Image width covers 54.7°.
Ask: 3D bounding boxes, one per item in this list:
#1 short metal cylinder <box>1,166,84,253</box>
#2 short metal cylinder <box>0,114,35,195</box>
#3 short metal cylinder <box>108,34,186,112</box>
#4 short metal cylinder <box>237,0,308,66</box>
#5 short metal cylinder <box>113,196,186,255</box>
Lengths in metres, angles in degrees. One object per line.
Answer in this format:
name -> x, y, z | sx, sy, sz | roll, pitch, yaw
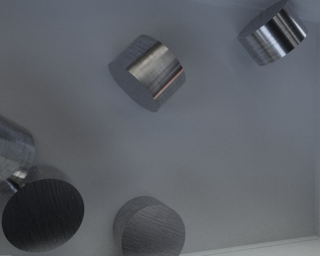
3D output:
short metal cylinder -> -0.130, 0.087, 0.341 | 0.081, 0.050, 0.079 | -6, 102, -28
short metal cylinder -> -0.176, 0.024, 0.310 | 0.080, 0.050, 0.080 | -7, 66, 15
short metal cylinder -> -0.016, -0.065, 0.375 | 0.080, 0.080, 0.050 | 46, 76, -14
short metal cylinder -> 0.158, -0.134, 0.439 | 0.050, 0.080, 0.080 | 47, 76, -14
short metal cylinder -> -0.015, 0.131, 0.392 | 0.081, 0.050, 0.080 | 0, 90, -20
